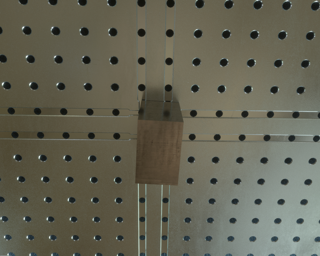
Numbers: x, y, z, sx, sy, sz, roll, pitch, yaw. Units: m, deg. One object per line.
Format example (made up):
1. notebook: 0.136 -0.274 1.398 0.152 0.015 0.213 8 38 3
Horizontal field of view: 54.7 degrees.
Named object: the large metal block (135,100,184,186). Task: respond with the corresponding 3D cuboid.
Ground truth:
1. large metal block: -0.002 0.016 0.389 0.050 0.080 0.079 3 110 -2
